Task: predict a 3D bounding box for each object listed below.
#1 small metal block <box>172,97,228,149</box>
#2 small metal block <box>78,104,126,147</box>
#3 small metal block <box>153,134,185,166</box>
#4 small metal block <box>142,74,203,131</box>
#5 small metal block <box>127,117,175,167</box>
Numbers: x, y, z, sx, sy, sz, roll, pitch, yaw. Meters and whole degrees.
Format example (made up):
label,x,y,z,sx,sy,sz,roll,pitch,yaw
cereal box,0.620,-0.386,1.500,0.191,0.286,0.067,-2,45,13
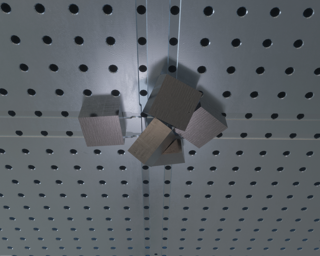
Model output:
label,x,y,z,sx,sy,sz,roll,pitch,yaw
small metal block,0.051,-0.007,0.406,0.050,0.025,0.050,35,122,-26
small metal block,-0.075,-0.003,0.408,0.050,0.025,0.050,-3,130,2
small metal block,0.006,0.032,0.426,0.050,0.025,0.050,-7,157,6
small metal block,0.015,-0.030,0.369,0.050,0.025,0.050,26,88,-20
small metal block,-0.008,0.019,0.377,0.025,0.050,0.050,38,86,13
